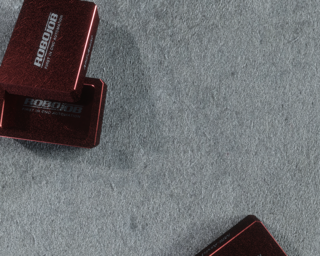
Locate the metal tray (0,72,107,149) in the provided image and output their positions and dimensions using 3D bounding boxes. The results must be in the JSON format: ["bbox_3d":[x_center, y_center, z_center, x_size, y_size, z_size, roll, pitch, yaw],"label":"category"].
[{"bbox_3d":[-0.142,-0.026,0.406,0.131,0.030,0.089,8,90,0],"label":"metal tray"}]

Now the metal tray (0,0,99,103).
[{"bbox_3d":[-0.134,-0.101,0.385,0.091,0.030,0.130,8,70,0],"label":"metal tray"}]

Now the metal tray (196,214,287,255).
[{"bbox_3d":[0.101,0.190,0.408,0.130,0.030,0.090,-37,90,0],"label":"metal tray"}]
